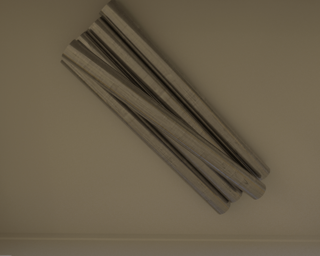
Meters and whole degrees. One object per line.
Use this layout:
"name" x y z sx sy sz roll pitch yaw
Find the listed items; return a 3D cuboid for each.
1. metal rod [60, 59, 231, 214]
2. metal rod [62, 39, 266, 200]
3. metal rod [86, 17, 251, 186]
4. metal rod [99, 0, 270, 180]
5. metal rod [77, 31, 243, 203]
"metal rod" -0.009 0.014 0.415 0.025 0.025 0.300 -41 105 14
"metal rod" 0.015 -0.002 0.382 0.301 0.025 0.025 37 106 -13
"metal rod" 0.025 -0.020 0.403 0.025 0.025 0.300 -41 105 14
"metal rod" 0.041 -0.038 0.396 0.025 0.025 0.300 -41 105 14
"metal rod" 0.006 -0.005 0.408 0.025 0.025 0.300 -41 105 14
